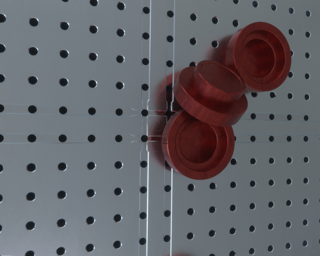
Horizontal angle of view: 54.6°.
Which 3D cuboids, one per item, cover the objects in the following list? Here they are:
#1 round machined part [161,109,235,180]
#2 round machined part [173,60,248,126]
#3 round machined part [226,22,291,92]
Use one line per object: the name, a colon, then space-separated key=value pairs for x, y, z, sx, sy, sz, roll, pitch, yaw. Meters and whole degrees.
round machined part: x=0.048 y=0.019 z=0.421 sx=0.099 sy=0.042 sz=0.097 roll=0 pitch=90 yaw=-20
round machined part: x=0.070 y=-0.051 z=0.400 sx=0.099 sy=0.042 sz=0.098 roll=15 pitch=41 yaw=-13
round machined part: x=0.139 y=-0.100 z=0.454 sx=0.099 sy=0.042 sz=0.097 roll=0 pitch=90 yaw=-20
